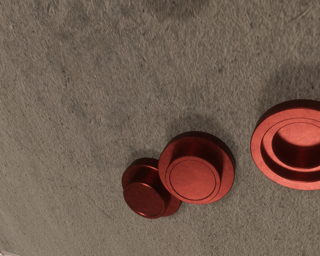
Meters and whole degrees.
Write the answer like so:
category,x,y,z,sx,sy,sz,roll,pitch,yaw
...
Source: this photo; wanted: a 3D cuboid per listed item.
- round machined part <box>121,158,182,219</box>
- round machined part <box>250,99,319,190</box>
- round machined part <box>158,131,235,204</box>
category,x,y,z,sx,sy,sz,roll,pitch,yaw
round machined part,-0.015,0.096,0.462,0.098,0.042,0.097,13,124,20
round machined part,0.149,0.014,0.326,0.098,0.042,0.097,13,124,20
round machined part,0.045,0.056,0.393,0.098,0.042,0.097,5,112,14
